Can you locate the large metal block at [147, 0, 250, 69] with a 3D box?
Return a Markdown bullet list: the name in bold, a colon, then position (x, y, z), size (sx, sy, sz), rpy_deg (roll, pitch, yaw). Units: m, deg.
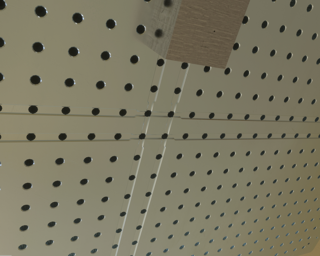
- **large metal block**: position (0.041, -0.117, 0.344), size (0.081, 0.050, 0.079), rpy_deg (2, 117, -30)
